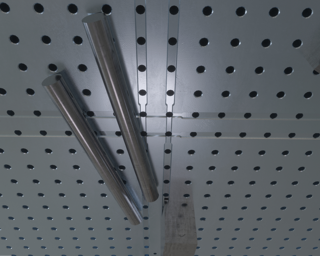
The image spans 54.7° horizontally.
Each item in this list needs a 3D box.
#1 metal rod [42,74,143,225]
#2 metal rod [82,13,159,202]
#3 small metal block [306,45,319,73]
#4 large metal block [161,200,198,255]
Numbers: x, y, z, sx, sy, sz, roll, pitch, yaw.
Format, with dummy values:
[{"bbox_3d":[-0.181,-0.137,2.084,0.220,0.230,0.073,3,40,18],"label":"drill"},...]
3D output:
[{"bbox_3d":[-0.084,0.052,0.455,0.025,0.025,0.299,-13,129,10],"label":"metal rod"},{"bbox_3d":[-0.041,-0.001,0.410,0.025,0.025,0.298,-8,130,6],"label":"metal rod"},{"bbox_3d":[0.205,-0.079,0.347,0.050,0.025,0.050,25,126,-20],"label":"small metal block"},{"bbox_3d":[0.029,0.181,0.530,0.050,0.080,0.079,4,130,-3],"label":"large metal block"}]
